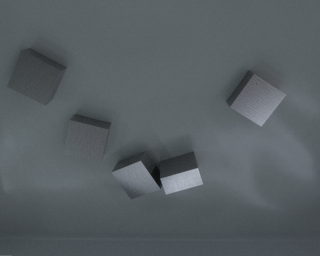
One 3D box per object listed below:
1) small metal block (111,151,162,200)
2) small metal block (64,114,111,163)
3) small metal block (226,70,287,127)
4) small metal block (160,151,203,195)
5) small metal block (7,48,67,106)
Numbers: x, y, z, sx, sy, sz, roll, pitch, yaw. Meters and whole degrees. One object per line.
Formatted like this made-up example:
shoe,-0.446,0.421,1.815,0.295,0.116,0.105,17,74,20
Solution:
small metal block,-0.030,0.066,0.429,0.050,0.025,0.050,-24,109,25
small metal block,-0.097,0.014,0.415,0.050,0.025,0.050,14,110,-6
small metal block,0.122,-0.038,0.398,0.050,0.025,0.050,30,107,-11
small metal block,0.028,0.060,0.420,0.050,0.050,0.025,-17,110,6
small metal block,-0.153,-0.064,0.386,0.050,0.025,0.050,28,108,-10
